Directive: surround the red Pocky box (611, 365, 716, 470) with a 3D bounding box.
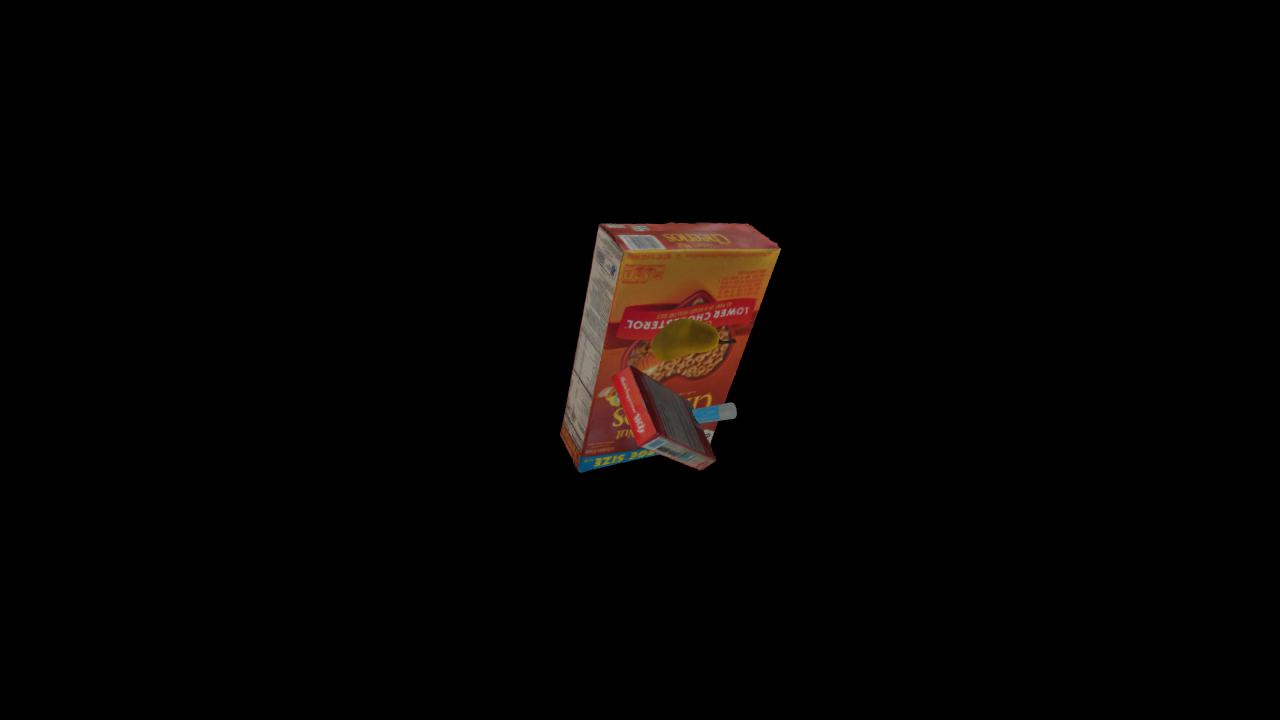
[{"bbox_3d":[0.028,0.065,0.655,0.028,0.083,0.155,-31,-30,17],"label":"red Pocky box"}]

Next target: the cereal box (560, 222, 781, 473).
[{"bbox_3d":[0.028,-0.011,0.741,0.203,0.306,0.081,-6,38,-29],"label":"cereal box"}]

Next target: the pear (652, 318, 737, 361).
[{"bbox_3d":[0.050,-0.028,0.696,0.111,0.080,0.080,21,6,16],"label":"pear"}]

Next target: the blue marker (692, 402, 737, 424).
[{"bbox_3d":[0.054,0.068,0.721,0.121,0.020,0.020,-12,-6,29],"label":"blue marker"}]
